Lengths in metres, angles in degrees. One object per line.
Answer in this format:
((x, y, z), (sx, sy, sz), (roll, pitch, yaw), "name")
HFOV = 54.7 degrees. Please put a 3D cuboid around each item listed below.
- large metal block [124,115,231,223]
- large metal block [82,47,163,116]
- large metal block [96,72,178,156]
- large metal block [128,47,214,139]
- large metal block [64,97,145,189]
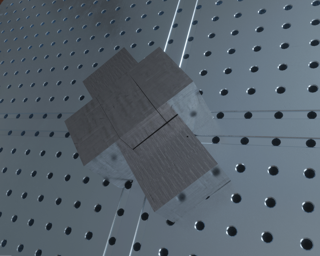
((0.018, 0.046, 0.353), (0.080, 0.050, 0.080), (-38, 51, 3), "large metal block")
((-0.054, -0.058, 0.451), (0.080, 0.050, 0.080), (-39, 51, 2), "large metal block")
((-0.026, -0.011, 0.392), (0.050, 0.080, 0.080), (-38, 51, 3), "large metal block")
((0.014, -0.042, 0.390), (0.050, 0.080, 0.080), (-38, 51, 3), "large metal block")
((-0.065, 0.020, 0.394), (0.050, 0.080, 0.080), (-38, 51, 3), "large metal block")
